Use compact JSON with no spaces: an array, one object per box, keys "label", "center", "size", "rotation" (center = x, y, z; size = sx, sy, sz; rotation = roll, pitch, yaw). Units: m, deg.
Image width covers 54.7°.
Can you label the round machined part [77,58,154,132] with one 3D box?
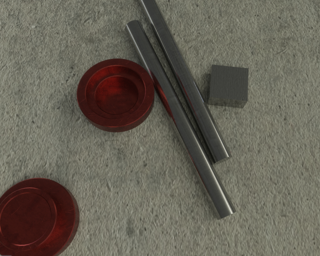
[{"label":"round machined part","center":[-0.057,-0.040,0.413],"size":[0.099,0.042,0.098],"rotation":[0,70,0]}]

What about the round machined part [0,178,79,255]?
[{"label":"round machined part","center":[-0.148,0.106,0.359],"size":[0.099,0.042,0.098],"rotation":[0,70,0]}]

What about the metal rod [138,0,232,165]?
[{"label":"metal rod","center":[0.025,-0.089,0.441],"size":[0.025,0.025,0.299],"rotation":[-20,71,-7]}]

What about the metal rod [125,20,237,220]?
[{"label":"metal rod","center":[0.020,-0.024,0.416],"size":[0.025,0.025,0.299],"rotation":[-23,72,-8]}]

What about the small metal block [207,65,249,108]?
[{"label":"small metal block","center":[0.094,-0.058,0.430],"size":[0.050,0.025,0.050],"rotation":[6,70,2]}]
